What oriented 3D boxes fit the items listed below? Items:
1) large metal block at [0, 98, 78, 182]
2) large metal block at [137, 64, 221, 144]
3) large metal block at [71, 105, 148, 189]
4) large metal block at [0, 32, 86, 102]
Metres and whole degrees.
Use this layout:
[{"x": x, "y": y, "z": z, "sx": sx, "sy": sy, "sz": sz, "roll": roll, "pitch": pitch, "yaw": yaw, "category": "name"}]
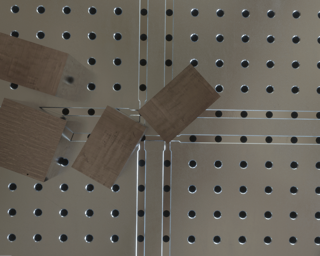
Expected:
[{"x": -0.164, "y": 0.014, "z": 0.399, "sx": 0.080, "sy": 0.050, "sz": 0.080, "roll": 20, "pitch": 90, "yaw": -1, "category": "large metal block"}, {"x": 0.021, "y": -0.027, "z": 0.386, "sx": 0.080, "sy": 0.080, "sz": 0.050, "roll": -42, "pitch": 91, "yaw": 0, "category": "large metal block"}, {"x": -0.057, "y": 0.021, "z": 0.385, "sx": 0.050, "sy": 0.080, "sz": 0.080, "roll": 30, "pitch": 90, "yaw": -1, "category": "large metal block"}, {"x": -0.148, "y": -0.071, "z": 0.384, "sx": 0.080, "sy": 0.080, "sz": 0.050, "roll": 17, "pitch": 90, "yaw": -1, "category": "large metal block"}]
